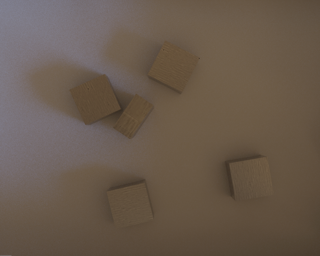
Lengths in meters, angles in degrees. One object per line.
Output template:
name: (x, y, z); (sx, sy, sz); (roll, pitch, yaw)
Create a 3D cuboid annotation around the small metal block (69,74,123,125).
small metal block: (-0.083, -0.037, 0.411); (0.050, 0.025, 0.050); (-24, 90, 0)

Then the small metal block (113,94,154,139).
small metal block: (-0.032, -0.014, 0.398); (0.025, 0.050, 0.050); (34, 90, 0)

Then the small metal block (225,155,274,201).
small metal block: (0.118, 0.066, 0.412); (0.050, 0.025, 0.050); (-10, 90, 0)

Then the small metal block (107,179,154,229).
small metal block: (-0.038, 0.100, 0.411); (0.050, 0.025, 0.050); (-14, 90, 0)

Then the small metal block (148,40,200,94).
small metal block: (0.018, -0.080, 0.411); (0.050, 0.025, 0.050); (27, 90, 0)
